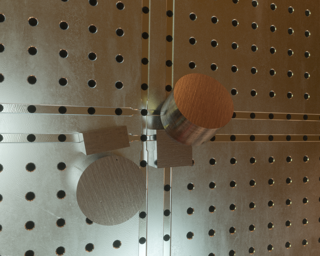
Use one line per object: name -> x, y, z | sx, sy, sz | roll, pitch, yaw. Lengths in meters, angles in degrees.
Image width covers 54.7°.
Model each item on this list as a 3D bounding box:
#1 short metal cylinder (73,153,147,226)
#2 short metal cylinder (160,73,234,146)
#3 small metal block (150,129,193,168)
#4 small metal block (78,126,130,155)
short metal cylinder -> -0.062, 0.071, 0.376 | 0.081, 0.050, 0.079 | 0, 90, -20
short metal cylinder -> 0.047, -0.023, 0.400 | 0.081, 0.050, 0.080 | 9, 60, -16
small metal block -> 0.015, 0.026, 0.418 | 0.050, 0.025, 0.050 | -2, 91, -20
small metal block -> -0.069, 0.014, 0.374 | 0.050, 0.050, 0.025 | -11, 94, -20
